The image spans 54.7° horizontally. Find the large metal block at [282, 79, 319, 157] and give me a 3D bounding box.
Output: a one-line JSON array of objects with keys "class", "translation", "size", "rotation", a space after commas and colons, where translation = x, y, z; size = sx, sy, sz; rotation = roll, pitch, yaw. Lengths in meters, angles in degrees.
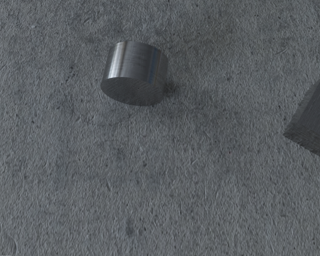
[{"class": "large metal block", "translation": [0.221, -0.009, 0.400], "size": [0.080, 0.050, 0.080], "rotation": [32, 73, 11]}]

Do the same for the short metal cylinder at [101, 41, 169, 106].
[{"class": "short metal cylinder", "translation": [-0.032, -0.068, 0.404], "size": [0.080, 0.080, 0.050], "rotation": [8, 70, 3]}]
